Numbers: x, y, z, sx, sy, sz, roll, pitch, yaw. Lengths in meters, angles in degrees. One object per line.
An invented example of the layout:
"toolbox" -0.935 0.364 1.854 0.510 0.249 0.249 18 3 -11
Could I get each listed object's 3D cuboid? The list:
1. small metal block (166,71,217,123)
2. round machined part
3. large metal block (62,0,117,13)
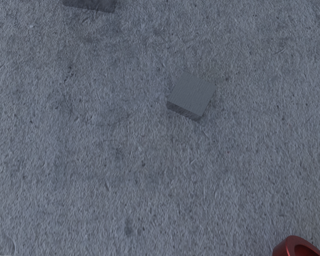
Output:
"small metal block" 0.043 -0.042 0.424 0.050 0.025 0.050 26 72 9
"round machined part" 0.154 0.166 0.321 0.098 0.099 0.042 44 113 14
"large metal block" -0.105 -0.232 0.478 0.080 0.050 0.080 10 70 3
